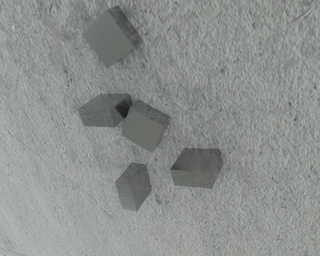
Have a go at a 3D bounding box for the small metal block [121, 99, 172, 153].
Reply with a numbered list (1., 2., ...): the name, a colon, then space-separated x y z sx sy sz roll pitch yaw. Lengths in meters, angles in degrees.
1. small metal block: -0.019 -0.002 0.416 0.050 0.025 0.050 30 128 9

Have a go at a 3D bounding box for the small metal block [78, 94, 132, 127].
1. small metal block: -0.071 -0.024 0.413 0.050 0.050 0.025 2 120 27

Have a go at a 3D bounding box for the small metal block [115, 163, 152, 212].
1. small metal block: -0.039 0.088 0.466 0.025 0.050 0.050 4 120 26

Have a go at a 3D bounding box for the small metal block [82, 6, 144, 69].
1. small metal block: -0.057 -0.108 0.370 0.050 0.025 0.050 -28 103 37

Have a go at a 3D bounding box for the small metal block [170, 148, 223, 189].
1. small metal block: 0.048 0.050 0.397 0.050 0.050 0.025 -1 118 29
